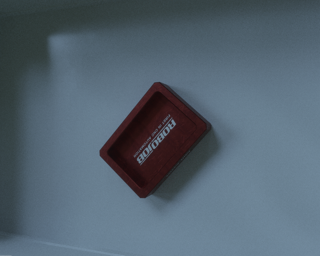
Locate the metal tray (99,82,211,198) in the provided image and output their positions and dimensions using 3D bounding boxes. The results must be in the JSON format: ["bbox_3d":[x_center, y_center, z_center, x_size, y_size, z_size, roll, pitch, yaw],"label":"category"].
[{"bbox_3d":[-0.008,0.016,0.411,0.090,0.030,0.130,44,103,14],"label":"metal tray"}]
